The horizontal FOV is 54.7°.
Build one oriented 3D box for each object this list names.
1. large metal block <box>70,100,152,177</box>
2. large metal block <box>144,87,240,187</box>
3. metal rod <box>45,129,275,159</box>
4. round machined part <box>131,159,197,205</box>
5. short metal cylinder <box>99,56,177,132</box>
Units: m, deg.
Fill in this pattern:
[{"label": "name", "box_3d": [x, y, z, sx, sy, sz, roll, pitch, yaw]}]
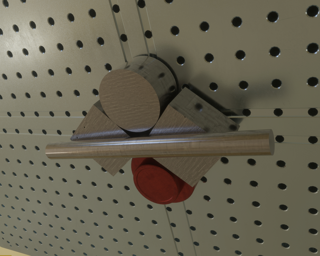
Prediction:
[{"label": "large metal block", "box_3d": [-0.064, 0.007, 0.428, 0.080, 0.050, 0.080, 42, 129, -3]}, {"label": "large metal block", "box_3d": [0.035, 0.012, 0.375, 0.080, 0.050, 0.079, 36, 130, 4]}, {"label": "metal rod", "box_3d": [-0.024, 0.023, 0.366, 0.300, 0.025, 0.025, -4, 116, 30]}, {"label": "round machined part", "box_3d": [0.002, 0.068, 0.436, 0.098, 0.042, 0.097, 13, 124, 21]}, {"label": "short metal cylinder", "box_3d": [-0.026, -0.042, 0.378, 0.080, 0.050, 0.079, 13, 124, 21]}]
